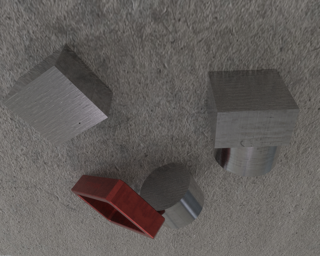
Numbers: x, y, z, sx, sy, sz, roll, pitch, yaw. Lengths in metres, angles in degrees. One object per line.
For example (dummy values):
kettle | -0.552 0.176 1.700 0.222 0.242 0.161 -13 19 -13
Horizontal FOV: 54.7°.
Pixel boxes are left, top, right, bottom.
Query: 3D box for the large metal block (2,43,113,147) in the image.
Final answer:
large metal block | -0.114 -0.035 0.359 0.080 0.050 0.080 -28 125 21

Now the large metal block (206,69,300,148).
large metal block | 0.098 -0.024 0.352 0.080 0.080 0.050 -2 130 1

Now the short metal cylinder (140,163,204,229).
short metal cylinder | 0.018 0.099 0.456 0.080 0.080 0.050 -22 127 17

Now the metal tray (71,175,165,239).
metal tray | -0.063 0.108 0.441 0.090 0.030 0.130 47 152 -23

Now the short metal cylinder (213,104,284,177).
short metal cylinder | 0.108 0.013 0.384 0.080 0.080 0.050 -2 130 1
